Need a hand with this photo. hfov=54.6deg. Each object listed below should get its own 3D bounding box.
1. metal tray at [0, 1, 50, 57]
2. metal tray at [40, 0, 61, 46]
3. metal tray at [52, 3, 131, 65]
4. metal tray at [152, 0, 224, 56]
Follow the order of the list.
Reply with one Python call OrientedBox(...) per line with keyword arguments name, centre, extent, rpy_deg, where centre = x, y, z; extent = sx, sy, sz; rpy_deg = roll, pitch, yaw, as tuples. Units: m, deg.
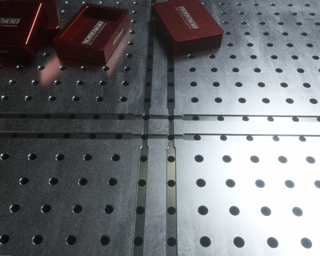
OrientedBox(name="metal tray", centre=(-0.260, -0.166, 0.516), extent=(0.130, 0.030, 0.090), rpy_deg=(5, 69, 12))
OrientedBox(name="metal tray", centre=(-0.233, -0.200, 0.572), extent=(0.091, 0.030, 0.130), rpy_deg=(-13, 51, -11))
OrientedBox(name="metal tray", centre=(-0.116, -0.169, 0.545), extent=(0.090, 0.030, 0.130), rpy_deg=(13, 51, 10))
OrientedBox(name="metal tray", centre=(0.047, -0.188, 0.563), extent=(0.091, 0.030, 0.130), rpy_deg=(-14, 51, -12))
